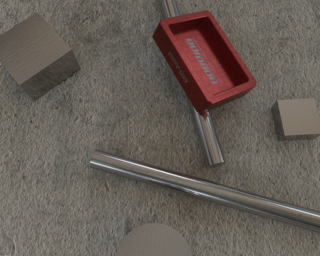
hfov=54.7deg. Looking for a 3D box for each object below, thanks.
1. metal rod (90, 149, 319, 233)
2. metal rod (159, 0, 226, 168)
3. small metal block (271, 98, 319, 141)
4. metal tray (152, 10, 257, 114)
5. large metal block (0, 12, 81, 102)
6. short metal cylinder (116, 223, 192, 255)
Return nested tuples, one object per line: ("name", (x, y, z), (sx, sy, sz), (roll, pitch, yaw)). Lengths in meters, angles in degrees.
("metal rod", (0.061, 0.078, 0.380), (0.302, 0.025, 0.025), (15, 71, 5))
("metal rod", (0.038, -0.090, 0.441), (0.025, 0.025, 0.299), (-12, 71, -5))
("small metal block", (0.182, -0.011, 0.414), (0.050, 0.025, 0.050), (-3, 70, -2))
("metal tray", (0.060, -0.093, 0.418), (0.091, 0.030, 0.130), (-23, 77, -29))
("large metal block", (-0.172, -0.098, 0.429), (0.080, 0.050, 0.080), (-39, 75, -13))
("short metal cylinder", (-0.006, 0.147, 0.341), (0.081, 0.050, 0.080), (0, 70, 0))
